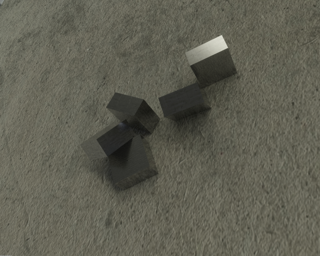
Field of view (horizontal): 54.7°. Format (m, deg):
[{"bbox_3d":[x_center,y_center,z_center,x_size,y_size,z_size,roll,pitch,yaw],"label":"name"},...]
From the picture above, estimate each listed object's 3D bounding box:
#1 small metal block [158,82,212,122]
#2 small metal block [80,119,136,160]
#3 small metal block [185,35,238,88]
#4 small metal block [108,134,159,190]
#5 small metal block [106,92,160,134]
[{"bbox_3d":[0.032,-0.031,0.386,0.050,0.050,0.025,-21,79,16],"label":"small metal block"},{"bbox_3d":[-0.068,0.016,0.404,0.050,0.025,0.050,-38,14,-36],"label":"small metal block"},{"bbox_3d":[0.068,-0.085,0.404,0.050,0.050,0.025,-24,53,14],"label":"small metal block"},{"bbox_3d":[-0.035,0.044,0.396,0.050,0.025,0.050,-28,52,10],"label":"small metal block"},{"bbox_3d":[-0.035,-0.020,0.419,0.050,0.050,0.025,17,71,34],"label":"small metal block"}]
